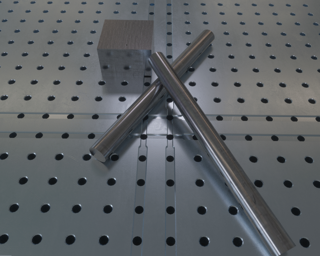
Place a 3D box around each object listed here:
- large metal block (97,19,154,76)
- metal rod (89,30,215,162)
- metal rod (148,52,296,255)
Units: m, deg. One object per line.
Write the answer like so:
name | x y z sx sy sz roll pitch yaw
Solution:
large metal block | -0.052 -0.131 0.501 0.081 0.050 0.080 1 50 1
metal rod | 0.004 -0.064 0.461 0.025 0.025 0.301 26 54 20
metal rod | 0.059 0.010 0.380 0.025 0.025 0.299 -20 59 -16
